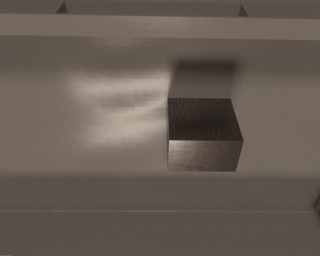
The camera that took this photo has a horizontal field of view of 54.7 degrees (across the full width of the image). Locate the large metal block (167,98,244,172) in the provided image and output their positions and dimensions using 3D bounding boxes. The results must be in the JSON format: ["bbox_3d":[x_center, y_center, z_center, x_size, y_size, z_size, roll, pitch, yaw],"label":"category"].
[{"bbox_3d":[0.050,0.007,0.380,0.081,0.080,0.050,1,130,-1],"label":"large metal block"}]
